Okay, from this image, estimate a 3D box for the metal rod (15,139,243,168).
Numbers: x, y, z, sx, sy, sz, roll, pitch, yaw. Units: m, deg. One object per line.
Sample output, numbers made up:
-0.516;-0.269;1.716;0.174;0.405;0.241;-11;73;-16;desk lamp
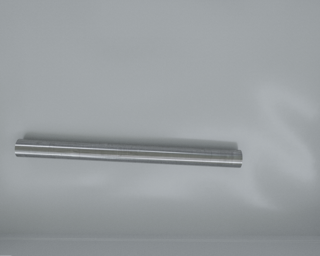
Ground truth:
-0.040;0.035;0.423;0.302;0.025;0.025;3;110;-2;metal rod
